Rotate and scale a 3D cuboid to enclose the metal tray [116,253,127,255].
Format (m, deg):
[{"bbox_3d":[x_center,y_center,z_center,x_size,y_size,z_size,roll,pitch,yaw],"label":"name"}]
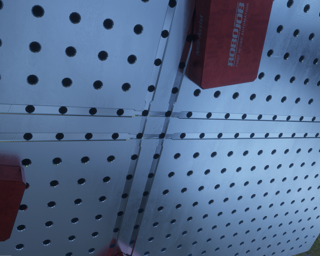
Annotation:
[{"bbox_3d":[-0.089,0.283,0.535,0.130,0.030,0.090,-39,130,-2],"label":"metal tray"}]

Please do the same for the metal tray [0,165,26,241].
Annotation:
[{"bbox_3d":[-0.226,0.082,0.336,0.131,0.030,0.089,11,113,-33],"label":"metal tray"}]

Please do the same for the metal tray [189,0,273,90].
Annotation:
[{"bbox_3d":[0.088,-0.118,0.385,0.091,0.030,0.129,-12,124,-23],"label":"metal tray"}]
